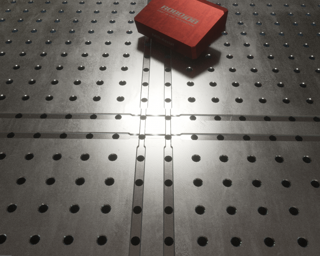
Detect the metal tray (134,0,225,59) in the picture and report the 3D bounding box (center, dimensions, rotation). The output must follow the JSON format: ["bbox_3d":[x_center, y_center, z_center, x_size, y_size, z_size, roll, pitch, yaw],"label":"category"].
[{"bbox_3d":[0.033,-0.181,0.531,0.130,0.030,0.090,33,73,24],"label":"metal tray"}]

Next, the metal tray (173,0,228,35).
[{"bbox_3d":[0.052,-0.194,0.568,0.090,0.030,0.131,33,57,24],"label":"metal tray"}]
